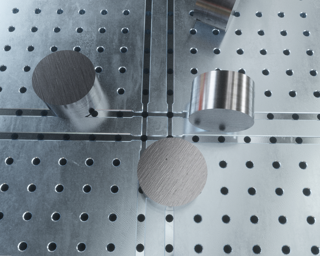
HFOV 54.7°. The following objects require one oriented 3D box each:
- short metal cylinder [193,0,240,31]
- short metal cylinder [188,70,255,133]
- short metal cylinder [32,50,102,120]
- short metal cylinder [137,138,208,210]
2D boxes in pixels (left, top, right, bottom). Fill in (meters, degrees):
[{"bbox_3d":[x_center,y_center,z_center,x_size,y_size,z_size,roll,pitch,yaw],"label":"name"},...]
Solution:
[{"bbox_3d":[0.088,-0.188,0.452,0.050,0.080,0.080,23,72,8],"label":"short metal cylinder"},{"bbox_3d":[0.079,-0.031,0.394,0.080,0.080,0.050,7,70,2],"label":"short metal cylinder"},{"bbox_3d":[-0.123,-0.057,0.418,0.081,0.050,0.080,0,70,0],"label":"short metal cylinder"},{"bbox_3d":[0.014,0.057,0.377,0.081,0.050,0.080,0,70,0],"label":"short metal cylinder"}]
